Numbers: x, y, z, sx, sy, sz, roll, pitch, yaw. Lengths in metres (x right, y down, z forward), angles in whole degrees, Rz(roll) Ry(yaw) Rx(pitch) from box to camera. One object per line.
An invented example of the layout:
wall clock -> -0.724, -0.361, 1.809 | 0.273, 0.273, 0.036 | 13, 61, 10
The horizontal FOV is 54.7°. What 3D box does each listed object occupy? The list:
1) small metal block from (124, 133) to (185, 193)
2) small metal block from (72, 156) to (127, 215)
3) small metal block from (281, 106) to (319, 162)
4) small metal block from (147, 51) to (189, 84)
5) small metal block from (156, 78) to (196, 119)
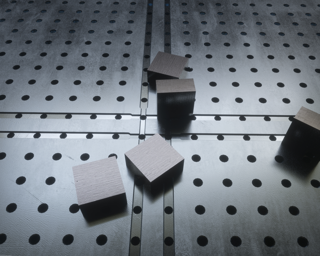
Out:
small metal block -> -0.007, 0.041, 0.373 | 0.050, 0.025, 0.050 | -32, 57, -24
small metal block -> -0.069, 0.065, 0.352 | 0.050, 0.025, 0.050 | -14, 52, -12
small metal block -> 0.188, 0.008, 0.387 | 0.050, 0.050, 0.025 | 31, 57, 23
small metal block -> 0.013, -0.090, 0.484 | 0.050, 0.025, 0.050 | 16, 52, 12
small metal block -> 0.020, -0.040, 0.425 | 0.050, 0.050, 0.025 | -3, 50, -3
